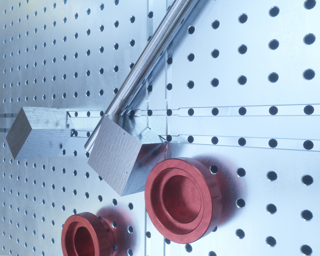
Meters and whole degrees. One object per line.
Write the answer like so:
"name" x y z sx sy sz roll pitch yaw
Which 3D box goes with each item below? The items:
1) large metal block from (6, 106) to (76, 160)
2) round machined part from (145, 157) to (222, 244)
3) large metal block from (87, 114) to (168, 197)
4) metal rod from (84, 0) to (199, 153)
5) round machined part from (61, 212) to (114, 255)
"large metal block" -0.211 0.009 0.548 0.080 0.081 0.050 -49 61 29
"round machined part" 0.031 0.084 0.372 0.098 0.042 0.097 0 90 40
"large metal block" -0.047 0.035 0.432 0.080 0.050 0.079 35 112 34
"metal rod" -0.030 -0.074 0.434 0.025 0.025 0.298 52 120 27
"round machined part" -0.110 0.182 0.490 0.098 0.042 0.097 0 90 40
